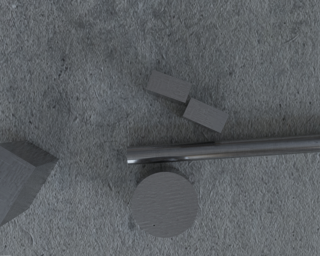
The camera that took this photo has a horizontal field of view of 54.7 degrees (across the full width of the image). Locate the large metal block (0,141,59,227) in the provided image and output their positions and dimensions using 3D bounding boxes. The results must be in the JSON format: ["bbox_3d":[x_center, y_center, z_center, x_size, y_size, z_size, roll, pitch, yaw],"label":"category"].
[{"bbox_3d":[-0.179,0.064,0.380,0.050,0.080,0.080,32,90,-1],"label":"large metal block"}]

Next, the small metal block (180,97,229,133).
[{"bbox_3d":[0.055,-0.016,0.398,0.050,0.050,0.025,24,90,-1],"label":"small metal block"}]

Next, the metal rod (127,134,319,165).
[{"bbox_3d":[0.108,0.027,0.411,0.302,0.025,0.025,-4,90,-1],"label":"metal rod"}]

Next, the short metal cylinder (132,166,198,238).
[{"bbox_3d":[0.006,0.092,0.398,0.081,0.050,0.079,0,90,-1],"label":"short metal cylinder"}]

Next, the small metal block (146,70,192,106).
[{"bbox_3d":[0.011,-0.050,0.398,0.050,0.050,0.025,19,90,-1],"label":"small metal block"}]
